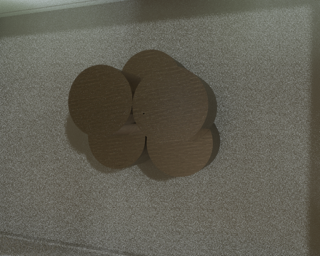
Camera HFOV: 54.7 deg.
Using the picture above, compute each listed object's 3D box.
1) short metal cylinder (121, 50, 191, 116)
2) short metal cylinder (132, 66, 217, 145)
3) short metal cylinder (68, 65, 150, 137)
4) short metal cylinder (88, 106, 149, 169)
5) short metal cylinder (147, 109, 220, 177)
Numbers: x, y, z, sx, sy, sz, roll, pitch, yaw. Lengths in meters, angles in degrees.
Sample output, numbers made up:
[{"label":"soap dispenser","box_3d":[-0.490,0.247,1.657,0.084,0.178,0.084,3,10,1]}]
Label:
[{"label":"short metal cylinder","box_3d":[-0.005,-0.055,0.397,0.080,0.050,0.080,0,90,20]},{"label":"short metal cylinder","box_3d":[0.017,-0.023,0.335,0.080,0.050,0.080,0,90,20]},{"label":"short metal cylinder","box_3d":[-0.058,-0.030,0.363,0.080,0.050,0.080,0,90,20]},{"label":"short metal cylinder","box_3d":[-0.047,0.011,0.412,0.080,0.050,0.080,0,90,20]},{"label":"short metal cylinder","box_3d":[0.030,0.017,0.385,0.080,0.050,0.080,0,90,20]}]
